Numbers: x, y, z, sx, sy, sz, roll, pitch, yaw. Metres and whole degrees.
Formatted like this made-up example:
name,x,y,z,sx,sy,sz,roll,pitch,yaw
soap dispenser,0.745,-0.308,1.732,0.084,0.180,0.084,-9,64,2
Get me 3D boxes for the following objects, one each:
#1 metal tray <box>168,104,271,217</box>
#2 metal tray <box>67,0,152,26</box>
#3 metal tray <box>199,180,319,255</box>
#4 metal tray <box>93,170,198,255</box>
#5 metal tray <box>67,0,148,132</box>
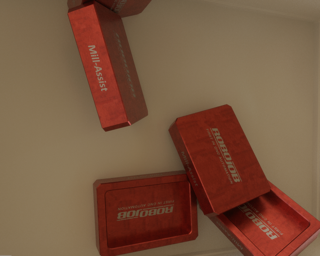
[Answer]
name,x,y,z,sx,sy,sz,roll,pitch,yaw
metal tray,0.078,0.040,0.411,0.091,0.030,0.130,-16,74,-23
metal tray,-0.048,-0.152,0.337,0.091,0.130,0.030,-20,97,-19
metal tray,0.125,0.113,0.406,0.091,0.130,0.030,-31,137,-18
metal tray,-0.017,0.107,0.402,0.131,0.030,0.089,-3,91,-20
metal tray,-0.054,-0.068,0.354,0.030,0.090,0.129,-14,97,13
